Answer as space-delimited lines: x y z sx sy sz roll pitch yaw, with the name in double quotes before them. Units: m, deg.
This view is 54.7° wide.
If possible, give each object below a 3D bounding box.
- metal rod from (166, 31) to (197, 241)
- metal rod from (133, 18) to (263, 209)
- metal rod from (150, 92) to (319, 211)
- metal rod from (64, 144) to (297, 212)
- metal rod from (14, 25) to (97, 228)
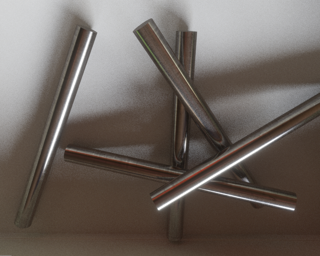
"metal rod" 0.027 0.024 0.420 0.025 0.025 0.298 2 110 -1
"metal rod" 0.063 -0.001 0.392 0.025 0.025 0.300 -32 115 11
"metal rod" 0.124 0.015 0.385 0.301 0.025 0.025 -30 108 -3
"metal rod" 0.022 0.064 0.407 0.302 0.025 0.025 12 110 5
"metal rod" -0.145 0.011 0.413 0.025 0.025 0.298 22 108 -8
